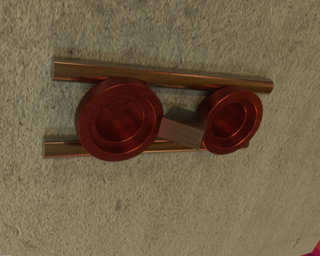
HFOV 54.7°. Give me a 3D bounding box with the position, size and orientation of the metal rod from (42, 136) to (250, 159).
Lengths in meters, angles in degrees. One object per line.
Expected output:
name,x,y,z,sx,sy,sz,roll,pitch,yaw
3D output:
metal rod,0.001,0.022,0.422,0.303,0.025,0.025,0,119,-29

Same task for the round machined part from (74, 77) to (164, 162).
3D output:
round machined part,-0.049,-0.013,0.357,0.099,0.042,0.097,-14,124,-21

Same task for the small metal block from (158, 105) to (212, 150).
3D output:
small metal block,0.031,-0.002,0.374,0.050,0.050,0.025,19,115,11

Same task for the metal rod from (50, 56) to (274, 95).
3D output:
metal rod,0.024,-0.060,0.384,0.303,0.025,0.025,0,119,-29

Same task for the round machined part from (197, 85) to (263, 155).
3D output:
round machined part,0.090,-0.014,0.431,0.099,0.042,0.097,-14,124,-21
